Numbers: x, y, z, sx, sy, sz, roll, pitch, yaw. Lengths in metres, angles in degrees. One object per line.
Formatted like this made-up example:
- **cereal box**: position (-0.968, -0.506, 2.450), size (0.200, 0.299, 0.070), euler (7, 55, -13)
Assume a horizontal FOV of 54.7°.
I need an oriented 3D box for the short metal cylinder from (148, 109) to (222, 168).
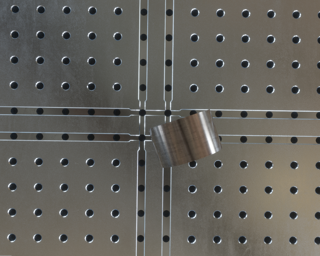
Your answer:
- **short metal cylinder**: position (0.031, 0.013, 0.386), size (0.080, 0.080, 0.050), euler (-18, 90, 0)
